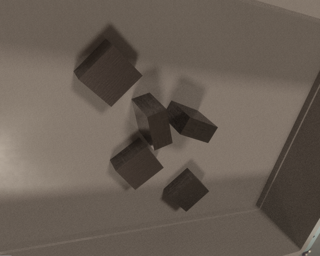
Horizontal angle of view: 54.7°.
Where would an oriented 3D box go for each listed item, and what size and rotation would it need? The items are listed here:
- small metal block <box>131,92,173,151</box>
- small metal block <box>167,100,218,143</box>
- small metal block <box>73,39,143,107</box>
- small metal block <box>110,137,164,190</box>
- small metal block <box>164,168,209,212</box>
[{"bbox_3d":[-0.010,-0.009,0.383,0.025,0.050,0.050,-22,127,-16],"label":"small metal block"},{"bbox_3d":[0.040,-0.008,0.411,0.050,0.050,0.025,17,109,-36],"label":"small metal block"},{"bbox_3d":[-0.057,-0.060,0.342,0.050,0.025,0.050,-45,130,3],"label":"small metal block"},{"bbox_3d":[-0.031,0.049,0.424,0.050,0.025,0.050,-38,130,-3],"label":"small metal block"},{"bbox_3d":[0.043,0.099,0.496,0.050,0.025,0.050,-42,130,0],"label":"small metal block"}]
